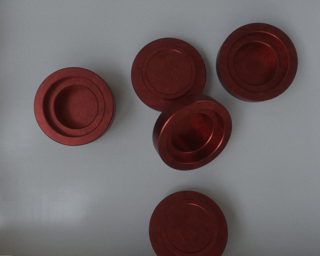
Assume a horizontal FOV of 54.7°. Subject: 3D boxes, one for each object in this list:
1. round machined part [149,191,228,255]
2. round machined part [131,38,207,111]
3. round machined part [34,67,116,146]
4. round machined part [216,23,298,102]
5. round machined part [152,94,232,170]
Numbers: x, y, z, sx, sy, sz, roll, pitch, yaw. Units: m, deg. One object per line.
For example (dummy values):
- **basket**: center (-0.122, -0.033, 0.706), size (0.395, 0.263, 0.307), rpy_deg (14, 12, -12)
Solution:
- **round machined part**: center (0.035, 0.126, 0.385), size (0.099, 0.042, 0.098), rpy_deg (0, 66, 1)
- **round machined part**: center (0.011, -0.069, 0.403), size (0.099, 0.042, 0.097), rpy_deg (0, 90, 0)
- **round machined part**: center (-0.106, -0.026, 0.402), size (0.099, 0.042, 0.097), rpy_deg (0, 90, 0)
- **round machined part**: center (0.122, -0.082, 0.404), size (0.099, 0.042, 0.097), rpy_deg (0, 90, 0)
- **round machined part**: center (0.037, 0.002, 0.388), size (0.099, 0.042, 0.097), rpy_deg (-11, 123, -18)
